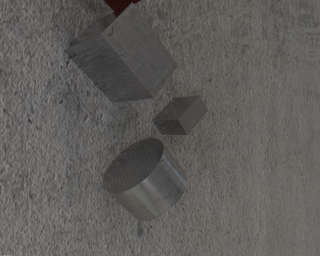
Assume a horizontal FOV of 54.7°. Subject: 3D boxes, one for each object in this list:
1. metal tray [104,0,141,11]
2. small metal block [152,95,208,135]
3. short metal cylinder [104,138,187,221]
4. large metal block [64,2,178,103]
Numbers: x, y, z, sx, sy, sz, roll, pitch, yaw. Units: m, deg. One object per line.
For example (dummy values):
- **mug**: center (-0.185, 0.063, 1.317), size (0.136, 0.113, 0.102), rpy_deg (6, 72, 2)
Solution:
- **metal tray**: center (-0.059, -0.187, 0.312), size (0.130, 0.090, 0.030), rpy_deg (42, 65, -32)
- **small metal block**: center (0.027, -0.017, 0.411), size (0.050, 0.050, 0.025), rpy_deg (-48, 119, -29)
- **short metal cylinder**: center (-0.017, 0.057, 0.355), size (0.080, 0.080, 0.050), rpy_deg (-52, 121, -27)
- **large metal block**: center (-0.042, -0.075, 0.334), size (0.080, 0.080, 0.050), rpy_deg (49, 61, -29)
